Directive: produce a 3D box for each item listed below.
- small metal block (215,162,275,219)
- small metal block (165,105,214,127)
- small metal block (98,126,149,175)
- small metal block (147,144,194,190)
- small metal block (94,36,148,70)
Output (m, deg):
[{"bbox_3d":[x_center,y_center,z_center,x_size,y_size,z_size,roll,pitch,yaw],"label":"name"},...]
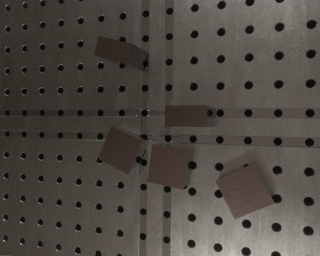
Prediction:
[{"bbox_3d":[0.103,0.075,0.376,0.050,0.025,0.050,-29,81,17],"label":"small metal block"},{"bbox_3d":[0.038,-0.014,0.385,0.050,0.050,0.025,1,91,19],"label":"small metal block"},{"bbox_3d":[-0.050,0.030,0.429,0.050,0.025,0.050,25,98,18],"label":"small metal block"},{"bbox_3d":[0.014,0.049,0.407,0.050,0.025,0.050,9,93,19],"label":"small metal block"},{"bbox_3d":[-0.051,-0.100,0.416,0.050,0.050,0.025,18,96,19],"label":"small metal block"}]
